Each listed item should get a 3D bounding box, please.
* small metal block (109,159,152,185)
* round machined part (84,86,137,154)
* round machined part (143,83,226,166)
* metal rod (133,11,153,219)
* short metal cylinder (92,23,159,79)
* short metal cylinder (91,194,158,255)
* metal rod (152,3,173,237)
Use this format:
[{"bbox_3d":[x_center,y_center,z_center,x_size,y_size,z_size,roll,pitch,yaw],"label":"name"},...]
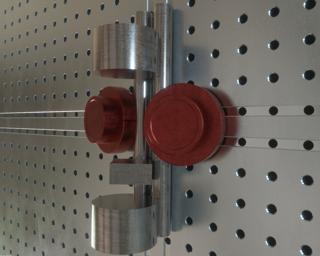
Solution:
[{"bbox_3d":[-0.035,0.054,0.392,0.050,0.050,0.025,1,91,-2],"label":"small metal block"},{"bbox_3d":[-0.077,-0.011,0.446,0.098,0.042,0.097,0,90,54],"label":"round machined part"},{"bbox_3d":[0.024,-0.004,0.361,0.098,0.042,0.097,0,90,25],"label":"round machined part"},{"bbox_3d":[-0.024,-0.008,0.429,0.025,0.025,0.298,1,91,40],"label":"metal rod"},{"bbox_3d":[-0.041,-0.090,0.379,0.080,0.081,0.050,1,91,40],"label":"short metal cylinder"},{"bbox_3d":[-0.043,0.115,0.381,0.080,0.081,0.050,1,91,40],"label":"short metal cylinder"},{"bbox_3d":[0.003,-0.010,0.406,0.025,0.025,0.298,1,91,40],"label":"metal rod"}]
